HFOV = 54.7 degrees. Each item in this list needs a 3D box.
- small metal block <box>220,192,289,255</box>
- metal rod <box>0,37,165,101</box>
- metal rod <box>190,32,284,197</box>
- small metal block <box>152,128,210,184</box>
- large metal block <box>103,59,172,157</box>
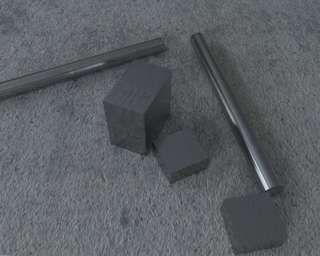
[{"bbox_3d":[0.096,0.098,0.322,0.050,0.025,0.050,-7,51,-7],"label":"small metal block"},{"bbox_3d":[-0.132,-0.089,0.476,0.302,0.025,0.025,-21,53,-17],"label":"metal rod"},{"bbox_3d":[0.095,-0.042,0.439,0.025,0.025,0.300,-9,51,-8],"label":"metal rod"},{"bbox_3d":[0.024,0.033,0.376,0.050,0.025,0.050,-19,53,-16],"label":"small metal block"},{"bbox_3d":[-0.024,-0.025,0.388,0.050,0.080,0.080,18,52,14],"label":"large metal block"}]
